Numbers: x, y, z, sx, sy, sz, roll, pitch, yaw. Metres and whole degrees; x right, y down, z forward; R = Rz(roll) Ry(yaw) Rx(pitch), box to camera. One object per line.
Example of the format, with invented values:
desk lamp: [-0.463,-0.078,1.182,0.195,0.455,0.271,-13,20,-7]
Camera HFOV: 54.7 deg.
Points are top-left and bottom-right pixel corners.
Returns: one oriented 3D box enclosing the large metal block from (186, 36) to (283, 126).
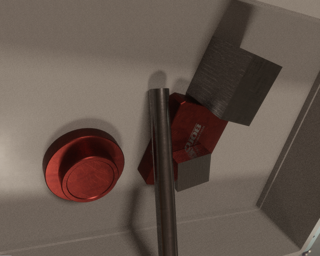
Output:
large metal block: [0.088,-0.059,0.387,0.050,0.080,0.079,12,112,-34]

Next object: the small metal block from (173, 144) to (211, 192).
small metal block: [0.041,0.055,0.427,0.050,0.025,0.050,-15,125,-21]

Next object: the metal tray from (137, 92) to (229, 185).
metal tray: [0.034,0.022,0.439,0.091,0.030,0.129,11,113,-33]

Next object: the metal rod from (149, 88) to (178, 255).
metal rod: [0.007,0.100,0.392,0.025,0.025,0.298,-5,94,-26]

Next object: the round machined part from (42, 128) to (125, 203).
round machined part: [-0.090,0.052,0.382,0.099,0.042,0.097,-14,125,-21]
